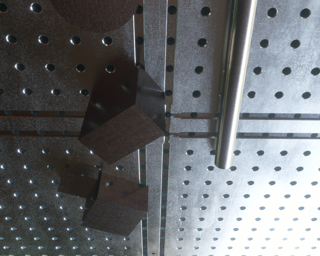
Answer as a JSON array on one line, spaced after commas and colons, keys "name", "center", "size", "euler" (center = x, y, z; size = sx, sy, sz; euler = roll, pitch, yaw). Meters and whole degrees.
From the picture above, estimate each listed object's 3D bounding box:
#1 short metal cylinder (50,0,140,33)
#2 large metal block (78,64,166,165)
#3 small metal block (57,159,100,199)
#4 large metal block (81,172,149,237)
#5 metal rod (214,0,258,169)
[{"name": "short metal cylinder", "center": [-0.056, -0.134, 0.280], "size": [0.081, 0.050, 0.079], "euler": [-1, 130, 0]}, {"name": "large metal block", "center": [-0.041, -0.016, 0.361], "size": [0.080, 0.080, 0.050], "euler": [-30, 124, 22]}, {"name": "small metal block", "center": [-0.125, 0.079, 0.477], "size": [0.050, 0.025, 0.050], "euler": [17, 128, -15]}, {"name": "large metal block", "center": [-0.073, 0.126, 0.501], "size": [0.080, 0.050, 0.079], "euler": [20, 127, -17]}, {"name": "metal rod", "center": [0.087, -0.062, 0.360], "size": [0.025, 0.025, 0.298], "euler": [-2, 130, 1]}]
